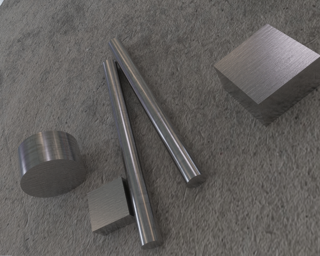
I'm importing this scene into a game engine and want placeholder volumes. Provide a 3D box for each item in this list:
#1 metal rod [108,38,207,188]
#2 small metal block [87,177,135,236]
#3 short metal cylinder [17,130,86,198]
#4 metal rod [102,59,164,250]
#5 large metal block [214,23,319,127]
[{"bbox_3d":[-0.018,-0.042,0.438,0.025,0.025,0.300,-34,51,5],"label":"metal rod"},{"bbox_3d":[-0.057,0.095,0.376,0.050,0.025,0.050,-27,52,11],"label":"small metal block"},{"bbox_3d":[-0.145,0.049,0.415,0.080,0.080,0.050,-33,52,7],"label":"short metal cylinder"},{"bbox_3d":[-0.045,0.011,0.420,0.025,0.025,0.299,-27,52,11],"label":"metal rod"},{"bbox_3d":[0.124,-0.062,0.361,0.080,0.050,0.080,-38,51,2],"label":"large metal block"}]
